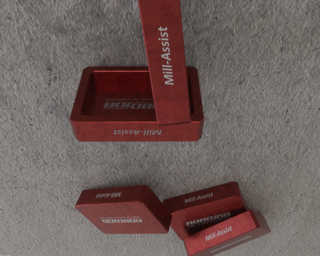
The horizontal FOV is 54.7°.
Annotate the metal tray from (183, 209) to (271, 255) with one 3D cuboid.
[{"bbox_3d":[0.117,0.186,0.536,0.130,0.030,0.090,-30,146,17],"label":"metal tray"}]

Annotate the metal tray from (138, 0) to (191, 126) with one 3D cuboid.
[{"bbox_3d":[0.006,-0.078,0.283,0.030,0.090,0.129,-6,120,5],"label":"metal tray"}]

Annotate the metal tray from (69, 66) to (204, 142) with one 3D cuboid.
[{"bbox_3d":[-0.022,-0.029,0.337,0.131,0.090,0.030,0,137,0],"label":"metal tray"}]

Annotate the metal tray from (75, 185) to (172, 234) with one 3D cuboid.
[{"bbox_3d":[-0.058,0.133,0.494,0.130,0.030,0.090,-11,130,28],"label":"metal tray"}]

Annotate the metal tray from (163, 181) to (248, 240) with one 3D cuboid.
[{"bbox_3d":[0.081,0.144,0.527,0.130,0.030,0.090,-18,128,15],"label":"metal tray"}]
